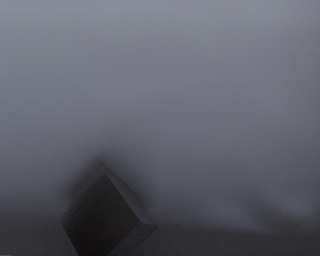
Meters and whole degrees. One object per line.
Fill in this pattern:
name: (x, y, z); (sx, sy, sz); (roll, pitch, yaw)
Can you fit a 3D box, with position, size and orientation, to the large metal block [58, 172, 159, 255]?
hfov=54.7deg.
large metal block: (-0.064, 0.116, 0.381); (0.080, 0.050, 0.080); (-44, 58, 0)
